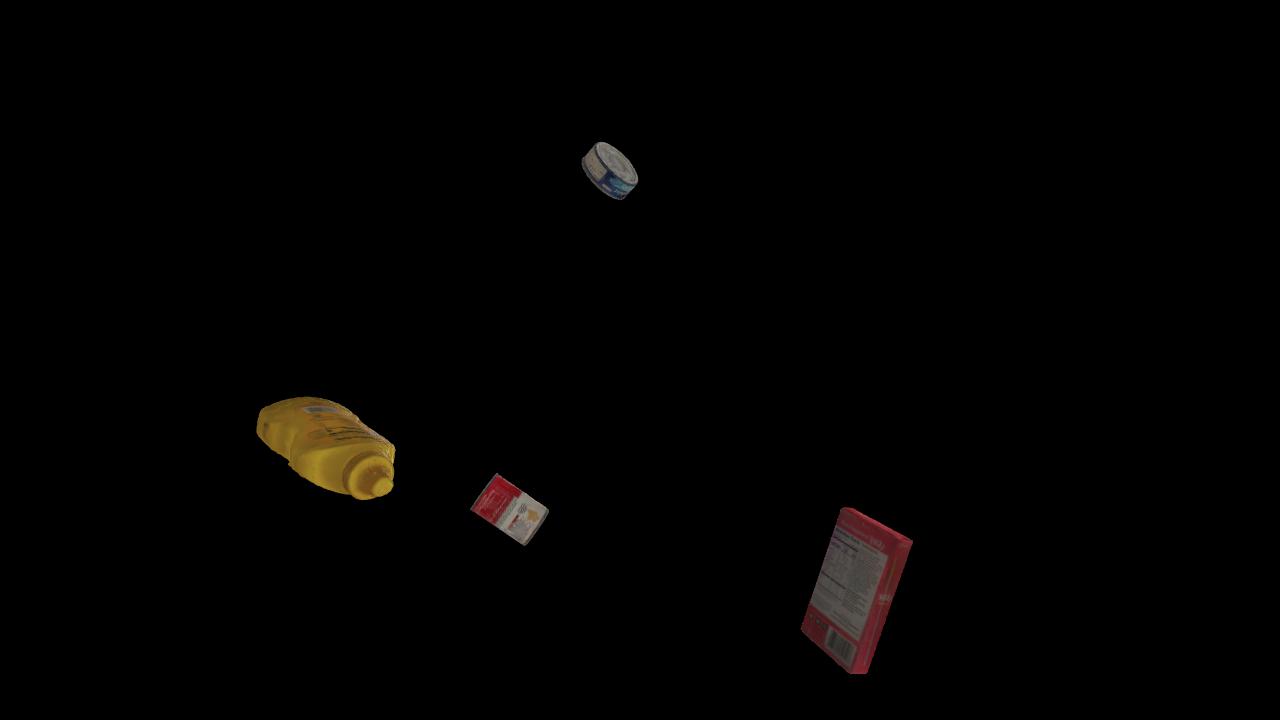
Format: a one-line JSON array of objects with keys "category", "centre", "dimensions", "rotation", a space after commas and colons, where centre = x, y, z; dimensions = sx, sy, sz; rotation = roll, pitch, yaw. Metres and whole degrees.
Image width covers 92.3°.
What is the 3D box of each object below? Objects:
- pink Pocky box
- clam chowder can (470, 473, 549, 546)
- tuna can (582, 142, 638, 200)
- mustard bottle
[{"category": "pink Pocky box", "centre": [0.236, 0.251, 0.678], "dimensions": [0.029, 0.155, 0.084], "rotation": [16, 3, -27]}, {"category": "clam chowder can", "centre": [-0.200, 0.231, 0.950], "dimensions": [0.102, 0.068, 0.068], "rotation": [36, -2, -3]}, {"category": "tuna can", "centre": [-0.042, -0.278, 0.903], "dimensions": [0.034, 0.084, 0.084], "rotation": [-39, -23, 31]}, {"category": "mustard bottle", "centre": [-0.285, 0.086, 0.583], "dimensions": [0.184, 0.054, 0.092], "rotation": [19, 3, 39]}]
